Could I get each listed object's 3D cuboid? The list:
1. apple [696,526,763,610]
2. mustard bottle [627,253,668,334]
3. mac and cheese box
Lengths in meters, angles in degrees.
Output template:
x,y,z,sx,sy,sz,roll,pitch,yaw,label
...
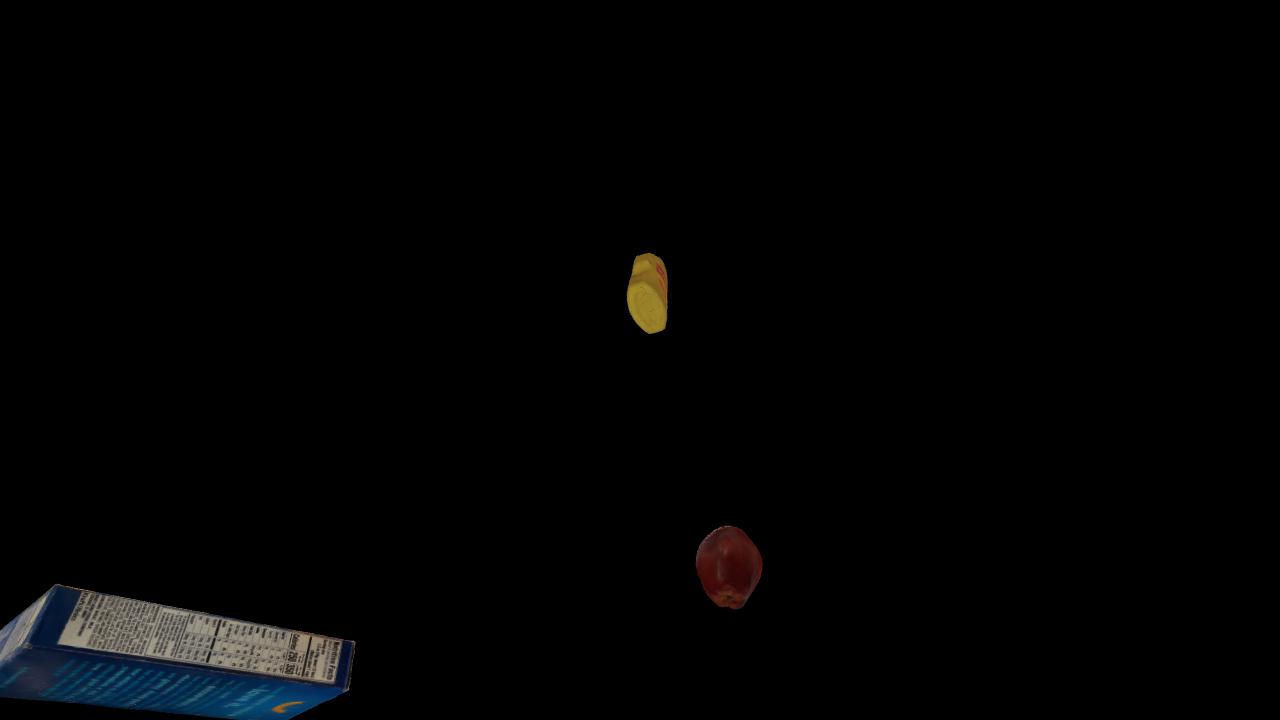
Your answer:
x,y,z,sx,sy,sz,roll,pitch,yaw,label
0.105,0.241,0.723,0.079,0.079,0.093,0,34,15,apple
0.016,-0.124,0.992,0.054,0.092,0.184,-22,28,17,mustard bottle
-0.299,0.200,0.403,0.093,0.041,0.184,-33,-47,22,mac and cheese box
